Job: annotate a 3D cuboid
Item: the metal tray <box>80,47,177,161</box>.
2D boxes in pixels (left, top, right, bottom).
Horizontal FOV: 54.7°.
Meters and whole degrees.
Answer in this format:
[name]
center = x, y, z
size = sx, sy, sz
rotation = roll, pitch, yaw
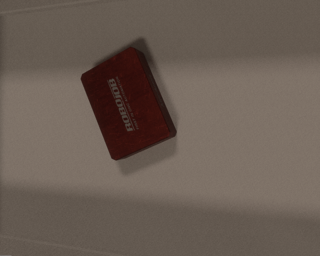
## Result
[metal tray]
center = -0.044, -0.032, 0.422
size = 0.090, 0.030, 0.129
rotation = -25, 82, 18
